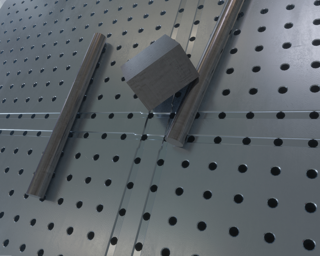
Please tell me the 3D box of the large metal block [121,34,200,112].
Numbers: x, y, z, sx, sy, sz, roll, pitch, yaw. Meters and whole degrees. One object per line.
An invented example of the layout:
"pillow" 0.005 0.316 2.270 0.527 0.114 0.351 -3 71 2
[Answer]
"large metal block" -0.003 -0.078 0.424 0.080 0.050 0.080 -35 27 5

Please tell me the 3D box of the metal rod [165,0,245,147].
"metal rod" 0.077 -0.111 0.436 0.025 0.025 0.300 12 68 33

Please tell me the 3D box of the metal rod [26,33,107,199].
"metal rod" -0.144 -0.034 0.504 0.025 0.025 0.300 0 62 28
